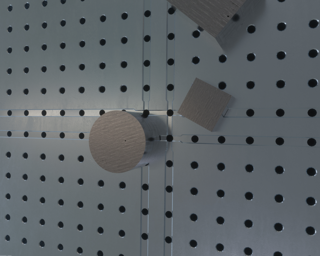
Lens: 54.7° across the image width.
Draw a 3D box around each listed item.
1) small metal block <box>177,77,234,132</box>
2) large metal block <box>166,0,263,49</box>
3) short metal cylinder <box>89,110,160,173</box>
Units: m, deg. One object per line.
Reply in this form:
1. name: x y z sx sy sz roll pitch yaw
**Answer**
1. small metal block: 0.058 -0.029 0.392 0.050 0.025 0.050 31 100 17
2. large metal block: 0.068 -0.158 0.375 0.080 0.050 0.080 43 103 14
3. short metal cylinder: -0.047 0.017 0.416 0.080 0.050 0.079 0 90 20
